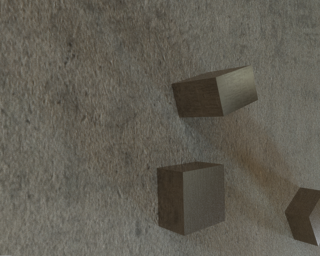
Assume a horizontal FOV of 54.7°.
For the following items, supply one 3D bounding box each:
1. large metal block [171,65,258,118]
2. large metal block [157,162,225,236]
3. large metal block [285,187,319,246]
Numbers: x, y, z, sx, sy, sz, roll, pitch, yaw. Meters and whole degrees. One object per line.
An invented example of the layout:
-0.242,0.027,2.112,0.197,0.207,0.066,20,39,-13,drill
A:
0.077,-0.051,0.436,0.081,0.080,0.050,-23,105,-38,large metal block
0.044,0.092,0.428,0.081,0.050,0.079,-3,92,-40,large metal block
0.317,0.187,0.659,0.080,0.050,0.080,-39,114,-33,large metal block
